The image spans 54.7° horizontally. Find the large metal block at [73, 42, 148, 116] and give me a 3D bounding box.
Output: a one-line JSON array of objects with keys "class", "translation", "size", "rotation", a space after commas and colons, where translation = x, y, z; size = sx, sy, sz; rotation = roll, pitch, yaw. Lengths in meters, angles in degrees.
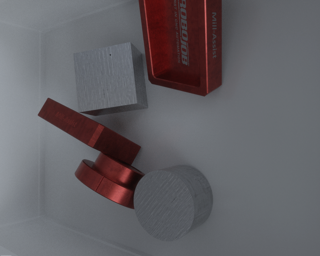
[{"class": "large metal block", "translation": [-0.066, -0.063, 0.423], "size": [0.080, 0.050, 0.080], "rotation": [-8, 85, 13]}]

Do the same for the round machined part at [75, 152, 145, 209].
[{"class": "round machined part", "translation": [-0.058, 0.065, 0.411], "size": [0.098, 0.098, 0.042], "rotation": [25, 84, 37]}]

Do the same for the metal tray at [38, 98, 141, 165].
[{"class": "metal tray", "translation": [-0.101, 0.004, 0.442], "size": [0.130, 0.090, 0.030], "rotation": [24, 83, 37]}]

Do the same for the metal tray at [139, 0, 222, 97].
[{"class": "metal tray", "translation": [0.023, -0.107, 0.347], "size": [0.090, 0.030, 0.129], "rotation": [19, 128, 37]}]

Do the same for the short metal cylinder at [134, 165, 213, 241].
[{"class": "short metal cylinder", "translation": [0.016, 0.087, 0.370], "size": [0.080, 0.050, 0.079], "rotation": [1, 91, 32]}]
